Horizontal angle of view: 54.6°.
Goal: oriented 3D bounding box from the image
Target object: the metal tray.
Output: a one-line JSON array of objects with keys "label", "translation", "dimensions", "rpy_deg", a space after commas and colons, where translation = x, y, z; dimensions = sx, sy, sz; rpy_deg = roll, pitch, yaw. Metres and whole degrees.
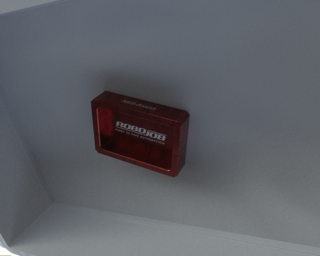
[{"label": "metal tray", "translation": [-0.029, 0.008, 0.425], "dimensions": [0.130, 0.030, 0.089], "rpy_deg": [15, 125, 19]}]
